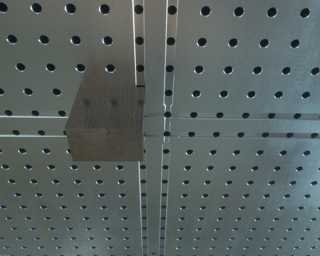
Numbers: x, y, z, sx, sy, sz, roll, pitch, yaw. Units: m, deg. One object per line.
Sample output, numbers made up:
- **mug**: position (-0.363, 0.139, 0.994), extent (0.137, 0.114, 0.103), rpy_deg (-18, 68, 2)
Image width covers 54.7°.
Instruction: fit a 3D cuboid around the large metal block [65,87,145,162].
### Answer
- **large metal block**: position (-0.059, -0.006, 0.369), extent (0.081, 0.080, 0.050), rpy_deg (0, 130, -1)
